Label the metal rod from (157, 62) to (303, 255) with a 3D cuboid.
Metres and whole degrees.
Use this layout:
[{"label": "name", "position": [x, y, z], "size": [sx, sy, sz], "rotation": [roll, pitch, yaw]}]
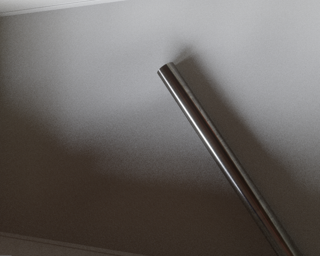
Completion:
[{"label": "metal rod", "position": [0.086, 0.046, 0.379], "size": [0.025, 0.025, 0.299], "rotation": [-35, 79, 16]}]
